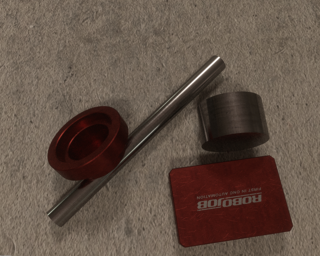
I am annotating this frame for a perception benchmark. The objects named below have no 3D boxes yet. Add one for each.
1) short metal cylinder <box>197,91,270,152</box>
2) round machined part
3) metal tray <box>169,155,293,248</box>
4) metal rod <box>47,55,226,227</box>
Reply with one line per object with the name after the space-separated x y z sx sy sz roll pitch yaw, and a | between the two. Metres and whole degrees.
0.089 -0.005 0.382 0.081 0.080 0.050 -4 70 -2 | short metal cylinder
-0.081 0.022 0.374 0.098 0.042 0.098 -17 42 17 | round machined part
0.081 0.088 0.374 0.131 0.030 0.090 -7 70 -3 | metal tray
-0.021 0.007 0.405 0.025 0.025 0.301 42 75 13 | metal rod
